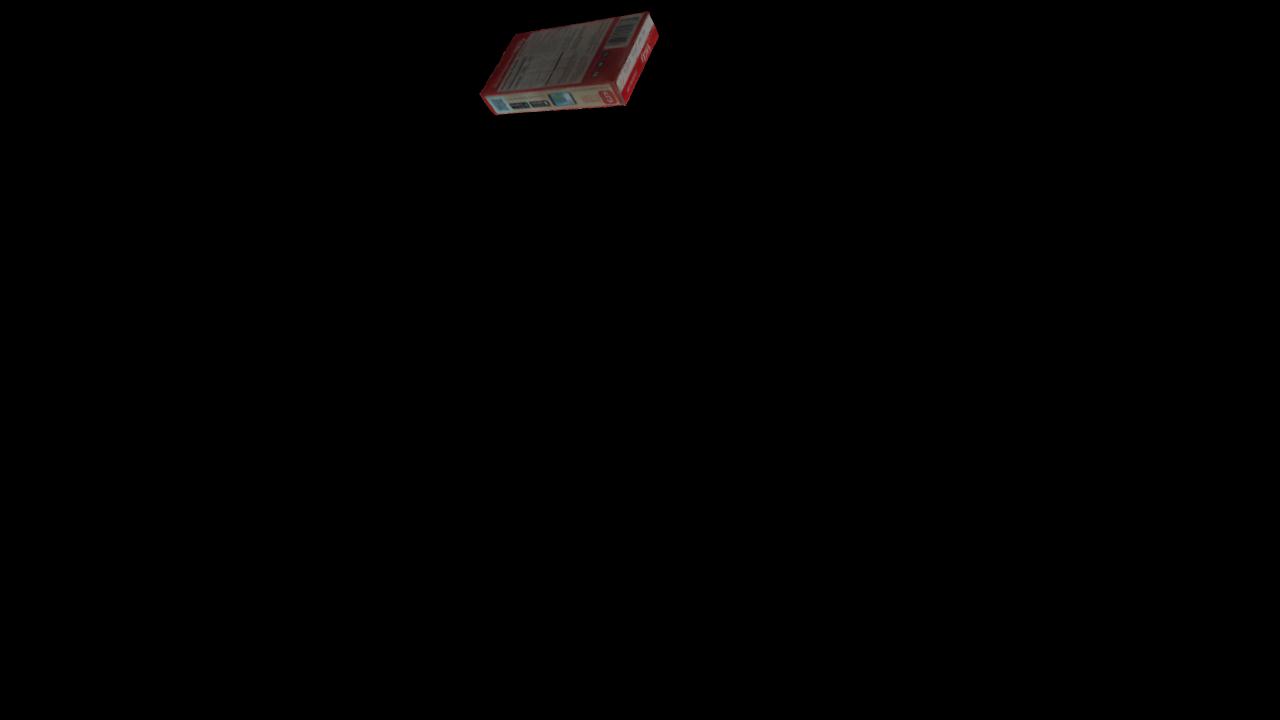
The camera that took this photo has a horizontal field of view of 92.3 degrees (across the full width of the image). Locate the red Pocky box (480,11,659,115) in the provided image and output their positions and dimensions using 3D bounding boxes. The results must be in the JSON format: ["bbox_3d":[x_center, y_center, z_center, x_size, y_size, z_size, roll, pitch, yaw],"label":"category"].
[{"bbox_3d":[-0.065,-0.260,0.545,0.155,0.083,0.028,11,-20,32],"label":"red Pocky box"}]
